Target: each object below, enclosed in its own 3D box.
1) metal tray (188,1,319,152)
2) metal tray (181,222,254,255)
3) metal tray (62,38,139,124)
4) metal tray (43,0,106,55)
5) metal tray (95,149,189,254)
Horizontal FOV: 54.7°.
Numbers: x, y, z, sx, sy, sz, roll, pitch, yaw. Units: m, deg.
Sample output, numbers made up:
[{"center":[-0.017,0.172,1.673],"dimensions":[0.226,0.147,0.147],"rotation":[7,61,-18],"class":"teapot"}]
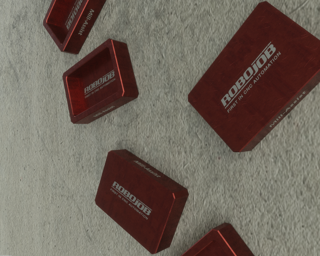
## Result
[{"center":[0.098,-0.049,0.321],"dimensions":[0.090,0.030,0.129],"rotation":[52,120,27],"class":"metal tray"},{"center":[0.057,0.183,0.354],"dimensions":[0.129,0.030,0.090],"rotation":[-51,60,27],"class":"metal tray"},{"center":[-0.097,-0.068,0.481],"dimensions":[0.130,0.030,0.090],"rotation":[-23,76,37],"class":"metal tray"},{"center":[-0.144,-0.202,0.520],"dimensions":[0.090,0.030,0.129],"rotation":[52,120,27],"class":"metal tray"},{"center":[-0.031,0.096,0.427],"dimensions":[0.130,0.030,0.089],"rotation":[28,108,36],"class":"metal tray"}]
